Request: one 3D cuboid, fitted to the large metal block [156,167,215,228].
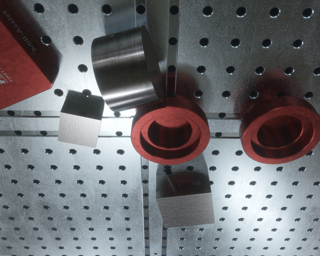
[{"bbox_3d":[0.041,0.111,0.490,0.080,0.050,0.080,-8,130,6],"label":"large metal block"}]

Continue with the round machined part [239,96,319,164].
[{"bbox_3d":[0.152,-0.001,0.401,0.099,0.042,0.097,0,130,0],"label":"round machined part"}]

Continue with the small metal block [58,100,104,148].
[{"bbox_3d":[-0.104,-0.004,0.407,0.050,0.025,0.050,12,129,-10],"label":"small metal block"}]

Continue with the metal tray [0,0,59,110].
[{"bbox_3d":[-0.187,-0.086,0.333,0.090,0.030,0.130,-20,128,15],"label":"metal tray"}]

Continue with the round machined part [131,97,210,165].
[{"bbox_3d":[0.013,-0.001,0.400,0.099,0.042,0.097,0,130,0],"label":"round machined part"}]

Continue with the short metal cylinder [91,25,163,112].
[{"bbox_3d":[-0.031,-0.060,0.324,0.050,0.080,0.080,-12,129,10],"label":"short metal cylinder"}]
